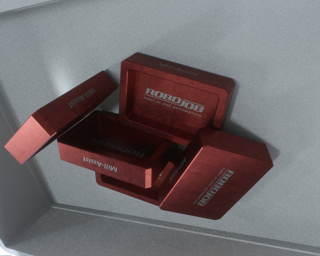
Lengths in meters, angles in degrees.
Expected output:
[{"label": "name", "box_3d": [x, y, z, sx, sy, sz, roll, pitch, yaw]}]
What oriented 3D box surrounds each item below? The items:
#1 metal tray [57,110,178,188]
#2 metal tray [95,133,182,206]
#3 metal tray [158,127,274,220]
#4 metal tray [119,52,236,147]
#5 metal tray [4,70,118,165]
[{"label": "metal tray", "box_3d": [-0.053, 0.022, 0.403, 0.130, 0.090, 0.030, 15, 124, 19]}, {"label": "metal tray", "box_3d": [-0.034, 0.060, 0.455, 0.130, 0.030, 0.089, 15, 125, 19]}, {"label": "metal tray", "box_3d": [0.063, 0.062, 0.382, 0.091, 0.030, 0.129, 15, 131, -17]}, {"label": "metal tray", "box_3d": [0.015, -0.030, 0.375, 0.130, 0.030, 0.089, 19, 126, 16]}, {"label": "metal tray", "box_3d": [-0.119, -0.016, 0.388, 0.090, 0.131, 0.030, -33, 100, 38]}]
